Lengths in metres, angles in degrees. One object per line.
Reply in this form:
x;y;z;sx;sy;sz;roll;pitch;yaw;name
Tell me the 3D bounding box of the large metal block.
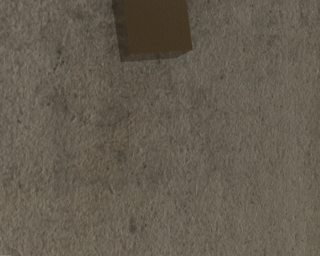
-0.011;-0.131;0.392;0.081;0.050;0.079;-9;93;-20;large metal block
